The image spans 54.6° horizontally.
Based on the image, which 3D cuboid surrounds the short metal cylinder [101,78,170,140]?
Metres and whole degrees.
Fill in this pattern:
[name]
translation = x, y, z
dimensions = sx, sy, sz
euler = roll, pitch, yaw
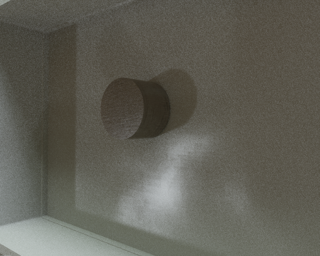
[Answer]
[short metal cylinder]
translation = -0.034, -0.025, 0.417
dimensions = 0.080, 0.050, 0.080
euler = 0, 90, 40
